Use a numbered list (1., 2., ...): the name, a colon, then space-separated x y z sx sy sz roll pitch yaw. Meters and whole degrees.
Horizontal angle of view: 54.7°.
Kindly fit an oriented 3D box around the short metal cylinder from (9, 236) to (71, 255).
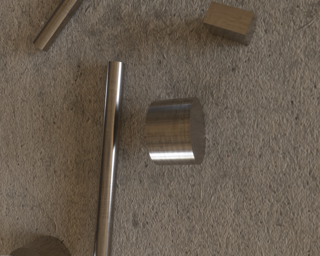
1. short metal cylinder: -0.179 0.208 0.459 0.080 0.050 0.080 0 90 20

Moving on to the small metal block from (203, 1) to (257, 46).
1. small metal block: 0.084 -0.122 0.366 0.050 0.050 0.025 24 98 18

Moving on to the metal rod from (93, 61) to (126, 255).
1. metal rod: -0.072 0.058 0.434 0.025 0.025 0.298 5 92 20

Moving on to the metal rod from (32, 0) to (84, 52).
1. metal rod: -0.087 -0.234 0.439 0.025 0.025 0.299 45 104 14

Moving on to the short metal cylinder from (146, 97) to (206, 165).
1. short metal cylinder: 0.022 0.005 0.372 0.050 0.080 0.080 -4 89 20
